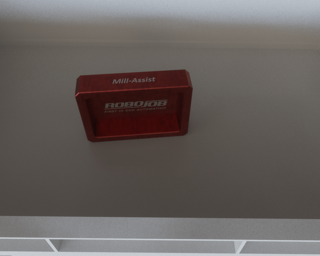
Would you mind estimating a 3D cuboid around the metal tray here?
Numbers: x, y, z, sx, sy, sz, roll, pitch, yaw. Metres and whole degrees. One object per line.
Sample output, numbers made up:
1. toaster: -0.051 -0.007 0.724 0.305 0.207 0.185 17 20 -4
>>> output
1. metal tray: -0.030 -0.025 0.383 0.131 0.089 0.030 -4 50 -4
